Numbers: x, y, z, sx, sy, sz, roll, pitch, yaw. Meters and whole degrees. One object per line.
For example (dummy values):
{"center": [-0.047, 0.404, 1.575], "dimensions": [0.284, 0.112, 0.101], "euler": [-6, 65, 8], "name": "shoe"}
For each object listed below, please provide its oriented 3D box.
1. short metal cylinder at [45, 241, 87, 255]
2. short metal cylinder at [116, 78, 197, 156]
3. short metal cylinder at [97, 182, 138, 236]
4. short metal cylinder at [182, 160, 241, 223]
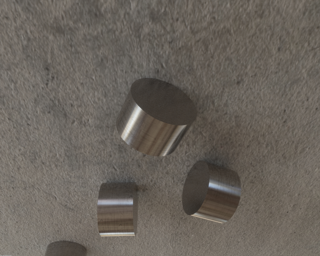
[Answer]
{"center": [-0.191, 0.268, 0.617], "dimensions": [0.081, 0.050, 0.079], "euler": [0, 130, 0], "name": "short metal cylinder"}
{"center": [-0.005, -0.014, 0.360], "dimensions": [0.081, 0.080, 0.050], "euler": [18, 128, -15], "name": "short metal cylinder"}
{"center": [-0.063, 0.124, 0.476], "dimensions": [0.050, 0.080, 0.079], "euler": [-1, 130, 1], "name": "short metal cylinder"}
{"center": [0.073, 0.093, 0.451], "dimensions": [0.050, 0.080, 0.079], "euler": [19, 127, -16], "name": "short metal cylinder"}
